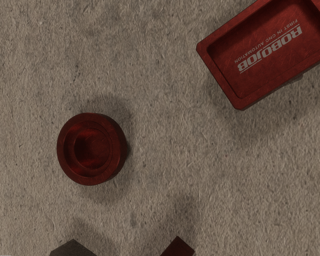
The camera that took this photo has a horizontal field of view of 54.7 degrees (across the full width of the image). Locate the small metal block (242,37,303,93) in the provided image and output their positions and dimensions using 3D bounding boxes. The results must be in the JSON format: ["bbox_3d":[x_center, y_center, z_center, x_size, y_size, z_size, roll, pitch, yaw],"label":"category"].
[{"bbox_3d":[0.131,-0.071,0.363,0.050,0.025,0.050,-23,83,18],"label":"small metal block"}]

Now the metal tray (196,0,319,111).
[{"bbox_3d":[0.117,-0.089,0.338,0.130,0.030,0.090,-34,79,16],"label":"metal tray"}]

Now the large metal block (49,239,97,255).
[{"bbox_3d":[-0.122,0.220,0.437,0.080,0.050,0.080,27,99,17],"label":"large metal block"}]

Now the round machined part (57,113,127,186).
[{"bbox_3d":[-0.090,0.028,0.430,0.098,0.042,0.097,0,90,19],"label":"round machined part"}]

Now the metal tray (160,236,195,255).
[{"bbox_3d":[-0.016,0.202,0.379,0.030,0.090,0.129,38,102,15],"label":"metal tray"}]
